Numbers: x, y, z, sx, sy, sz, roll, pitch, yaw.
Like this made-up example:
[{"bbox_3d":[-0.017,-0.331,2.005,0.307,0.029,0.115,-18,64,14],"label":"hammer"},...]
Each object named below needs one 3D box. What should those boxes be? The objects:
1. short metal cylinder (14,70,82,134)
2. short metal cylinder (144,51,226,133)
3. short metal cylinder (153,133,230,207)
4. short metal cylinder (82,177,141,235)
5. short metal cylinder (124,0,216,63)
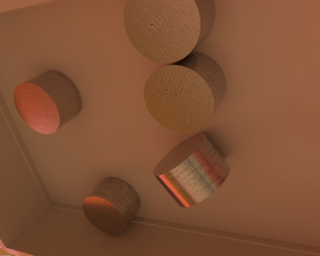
[{"bbox_3d":[-0.163,-0.038,0.452,0.080,0.050,0.079,13,124,20],"label":"short metal cylinder"},{"bbox_3d":[0.029,-0.041,0.351,0.080,0.050,0.079,13,124,20],"label":"short metal cylinder"},{"bbox_3d":[0.039,0.051,0.383,0.080,0.080,0.050,-32,101,38],"label":"short metal cylinder"},{"bbox_3d":[-0.079,0.128,0.512,0.080,0.050,0.079,13,124,20],"label":"short metal cylinder"},{"bbox_3d":[0.011,-0.112,0.316,0.080,0.050,0.079,13,124,20],"label":"short metal cylinder"}]
